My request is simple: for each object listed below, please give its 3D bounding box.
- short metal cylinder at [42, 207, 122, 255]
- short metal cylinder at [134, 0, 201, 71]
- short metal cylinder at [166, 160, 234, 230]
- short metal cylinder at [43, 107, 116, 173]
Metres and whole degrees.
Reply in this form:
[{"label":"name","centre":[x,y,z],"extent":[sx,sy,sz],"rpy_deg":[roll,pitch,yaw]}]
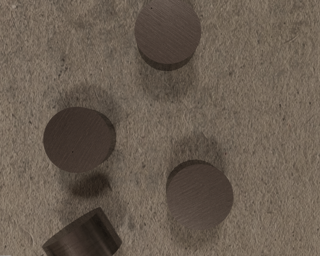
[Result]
[{"label":"short metal cylinder","centre":[-0.095,0.142,0.381],"extent":[0.080,0.080,0.050],"rpy_deg":[-32,90,0]},{"label":"short metal cylinder","centre":[0.009,-0.117,0.398],"extent":[0.081,0.050,0.079],"rpy_deg":[0,90,-1]},{"label":"short metal cylinder","centre":[0.048,0.083,0.398],"extent":[0.081,0.050,0.079],"rpy_deg":[0,90,-1]},{"label":"short metal cylinder","centre":[-0.100,0.014,0.396],"extent":[0.081,0.050,0.079],"rpy_deg":[0,90,-1]}]
